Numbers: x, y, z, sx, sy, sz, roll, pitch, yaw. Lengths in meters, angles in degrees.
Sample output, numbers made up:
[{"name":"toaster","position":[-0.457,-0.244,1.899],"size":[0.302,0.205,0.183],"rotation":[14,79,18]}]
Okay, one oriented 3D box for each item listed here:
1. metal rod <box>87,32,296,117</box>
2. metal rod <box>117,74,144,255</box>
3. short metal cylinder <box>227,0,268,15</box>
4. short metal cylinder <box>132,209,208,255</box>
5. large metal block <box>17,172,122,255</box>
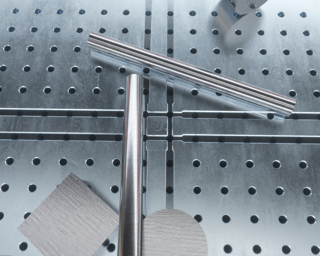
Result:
[{"name":"metal rod","position":[0.039,-0.079,0.440],"size":[0.301,0.025,0.025],"rotation":[20,71,7]},{"name":"metal rod","position":[-0.032,0.056,0.353],"size":[0.025,0.025,0.300],"rotation":[-1,56,-1]},{"name":"short metal cylinder","position":[0.134,-0.219,0.463],"size":[0.080,0.080,0.050],"rotation":[-27,73,-10]},{"name":"short metal cylinder","position":[0.010,0.134,0.349],"size":[0.081,0.050,0.080],"rotation":[0,70,0]},{"name":"large metal block","position":[-0.096,0.111,0.357],"size":[0.080,0.050,0.080],"rotation":[39,74,13]}]
